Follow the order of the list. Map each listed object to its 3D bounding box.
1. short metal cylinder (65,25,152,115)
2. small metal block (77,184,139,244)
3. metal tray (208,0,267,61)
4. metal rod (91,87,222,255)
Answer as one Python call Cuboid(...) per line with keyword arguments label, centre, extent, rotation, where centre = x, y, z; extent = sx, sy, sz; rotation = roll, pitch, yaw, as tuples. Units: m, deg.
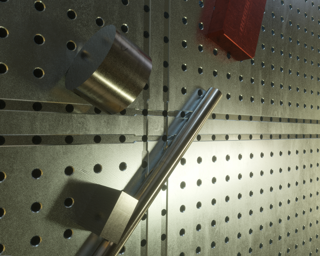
Cuboid(label="short metal cylinder", centre=(-0.055, -0.061, 0.329), extent=(0.050, 0.080, 0.080), rotation=(35, 68, -35))
Cuboid(label="small metal block", centre=(-0.059, 0.094, 0.346), extent=(0.025, 0.050, 0.050), rotation=(41, 65, -33))
Cuboid(label="metal tray", centre=(0.133, -0.191, 0.520), extent=(0.090, 0.030, 0.130), rotation=(25, 74, -38))
Cuboid(label="metal rod", centre=(0.006, 0.053, 0.415), extent=(0.025, 0.025, 0.301), rotation=(52, 59, -28))
